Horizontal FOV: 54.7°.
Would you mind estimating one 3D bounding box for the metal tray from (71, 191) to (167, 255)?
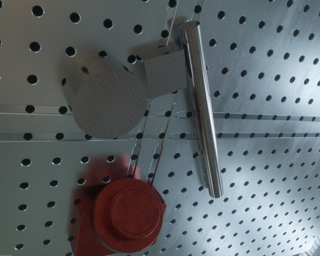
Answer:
[{"bbox_3d":[-0.061,0.145,0.466,0.131,0.030,0.089,-1,119,-28],"label":"metal tray"}]

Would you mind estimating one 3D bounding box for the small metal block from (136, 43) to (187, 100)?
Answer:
[{"bbox_3d":[0.003,-0.068,0.372,0.050,0.025,0.050,-20,126,-17],"label":"small metal block"}]

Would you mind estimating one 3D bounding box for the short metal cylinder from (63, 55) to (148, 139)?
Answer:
[{"bbox_3d":[-0.060,-0.035,0.342,0.081,0.050,0.079,-14,124,-21],"label":"short metal cylinder"}]

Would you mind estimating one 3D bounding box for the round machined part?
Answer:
[{"bbox_3d":[-0.039,0.114,0.413,0.099,0.098,0.042,-1,158,-28],"label":"round machined part"}]

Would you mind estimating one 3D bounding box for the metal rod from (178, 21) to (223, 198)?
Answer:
[{"bbox_3d":[0.066,-0.004,0.446,0.025,0.025,0.298,-25,128,-13],"label":"metal rod"}]
